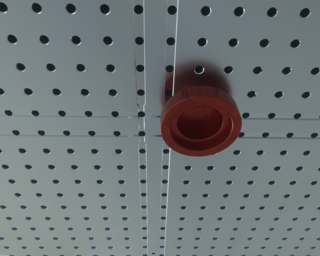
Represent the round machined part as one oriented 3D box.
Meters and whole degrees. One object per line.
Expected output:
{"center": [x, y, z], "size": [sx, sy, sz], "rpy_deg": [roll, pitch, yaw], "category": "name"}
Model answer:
{"center": [0.049, -0.013, 0.391], "size": [0.099, 0.042, 0.097], "rpy_deg": [-1, 130, 0], "category": "round machined part"}
